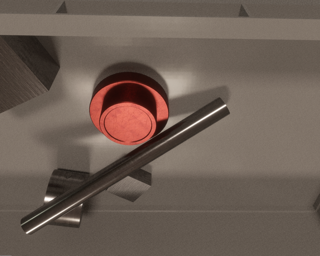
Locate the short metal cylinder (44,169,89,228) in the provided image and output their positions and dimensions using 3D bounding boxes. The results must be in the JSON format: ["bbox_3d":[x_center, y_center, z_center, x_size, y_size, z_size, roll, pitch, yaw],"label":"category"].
[{"bbox_3d":[-0.138,0.105,0.460,0.050,0.080,0.079,10,129,-9],"label":"short metal cylinder"}]

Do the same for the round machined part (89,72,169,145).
[{"bbox_3d":[-0.038,-0.017,0.383,0.099,0.042,0.097,-1,130,0],"label":"round machined part"}]

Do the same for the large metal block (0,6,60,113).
[{"bbox_3d":[-0.171,-0.068,0.332,0.080,0.050,0.080,-21,127,16],"label":"large metal block"}]

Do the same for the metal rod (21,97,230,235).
[{"bbox_3d":[-0.047,0.050,0.398,0.301,0.025,0.025,-32,125,4],"label":"metal rod"}]

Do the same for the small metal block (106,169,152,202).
[{"bbox_3d":[-0.048,0.084,0.480,0.050,0.025,0.050,29,124,-23],"label":"small metal block"}]
